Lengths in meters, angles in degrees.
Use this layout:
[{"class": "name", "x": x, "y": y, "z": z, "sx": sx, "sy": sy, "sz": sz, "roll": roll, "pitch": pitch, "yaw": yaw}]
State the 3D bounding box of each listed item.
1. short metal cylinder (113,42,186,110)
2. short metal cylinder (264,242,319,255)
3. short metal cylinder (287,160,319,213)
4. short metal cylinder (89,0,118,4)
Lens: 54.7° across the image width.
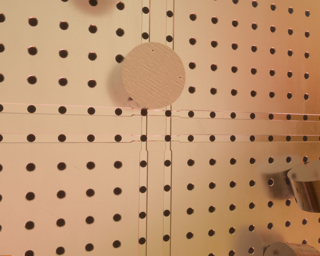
[{"class": "short metal cylinder", "x": -0.015, "y": -0.063, "z": 0.394, "sx": 0.081, "sy": 0.050, "sz": 0.079, "roll": 0, "pitch": 90, "yaw": -20}, {"class": "short metal cylinder", "x": 0.198, "y": 0.212, "z": 0.457, "sx": 0.050, "sy": 0.080, "sz": 0.080, "roll": 12, "pitch": 86, "yaw": -20}, {"class": "short metal cylinder", "x": 0.244, "y": 0.087, "z": 0.473, "sx": 0.081, "sy": 0.080, "sz": 0.050, "roll": -22, "pitch": 98, "yaw": -19}, {"class": "short metal cylinder", "x": -0.069, "y": -0.199, "z": 0.373, "sx": 0.081, "sy": 0.050, "sz": 0.079, "roll": 0, "pitch": 90, "yaw": -20}]
